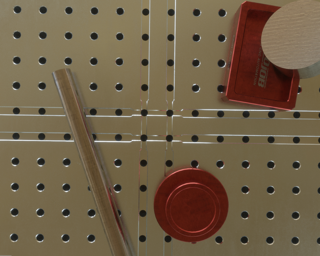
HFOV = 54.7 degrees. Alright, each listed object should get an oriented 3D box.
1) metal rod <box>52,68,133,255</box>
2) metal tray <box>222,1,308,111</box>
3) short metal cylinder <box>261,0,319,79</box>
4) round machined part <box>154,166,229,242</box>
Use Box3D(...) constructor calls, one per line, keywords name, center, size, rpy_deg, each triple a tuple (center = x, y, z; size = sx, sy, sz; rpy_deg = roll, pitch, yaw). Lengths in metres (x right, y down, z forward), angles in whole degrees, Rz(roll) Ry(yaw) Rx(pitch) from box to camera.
Box3D(name="metal rod", center=(-0.084, 0.067, 0.412), size=(0.025, 0.025, 0.299), rpy_deg=(-18, 90, 0))
Box3D(name="metal tray", center=(0.139, -0.093, 0.411), size=(0.091, 0.030, 0.129), rpy_deg=(10, 90, 0))
Box3D(name="short metal cylinder", center=(0.169, -0.104, 0.371), size=(0.080, 0.050, 0.080), rpy_deg=(-4, 83, 33))
Box3D(name="round machined part", center=(0.041, 0.101, 0.405), size=(0.099, 0.042, 0.097), rpy_deg=(0, 90, 0))
